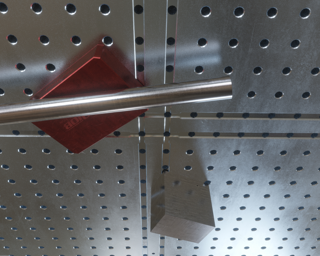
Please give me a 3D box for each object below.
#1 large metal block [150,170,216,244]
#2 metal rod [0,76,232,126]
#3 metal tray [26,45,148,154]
[{"bbox_3d":[0.033,0.122,0.480,0.081,0.080,0.050,19,127,-16],"label":"large metal block"},{"bbox_3d":[-0.073,-0.027,0.347,0.302,0.025,0.025,-6,130,5],"label":"metal rod"},{"bbox_3d":[-0.090,-0.029,0.382,0.130,0.030,0.090,-31,124,23],"label":"metal tray"}]
